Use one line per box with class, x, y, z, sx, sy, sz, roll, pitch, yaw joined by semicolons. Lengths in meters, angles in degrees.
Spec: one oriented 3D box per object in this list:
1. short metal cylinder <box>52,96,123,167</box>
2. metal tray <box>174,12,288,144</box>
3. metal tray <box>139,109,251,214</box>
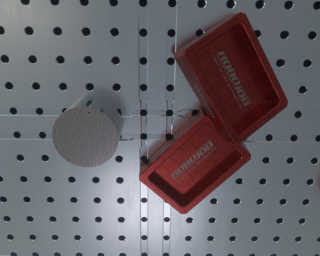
short metal cylinder;-0.091;0.004;0.400;0.081;0.050;0.079;0;110;0
metal tray;0.088;-0.057;0.372;0.090;0.030;0.130;-36;107;-12
metal tray;0.046;0.048;0.428;0.090;0.030;0.130;42;105;-14
